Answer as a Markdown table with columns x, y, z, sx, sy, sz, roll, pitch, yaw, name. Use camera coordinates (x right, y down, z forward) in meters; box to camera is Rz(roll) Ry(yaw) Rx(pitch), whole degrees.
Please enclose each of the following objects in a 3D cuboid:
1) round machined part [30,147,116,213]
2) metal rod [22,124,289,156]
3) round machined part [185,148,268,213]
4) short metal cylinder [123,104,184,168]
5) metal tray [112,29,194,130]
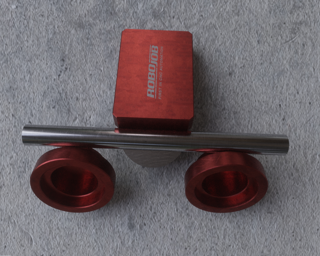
| x | y | z | sx | sy | sz | roll | pitch | yaw | name |
| --- | --- | --- | --- | --- | --- | --- | --- | --- | --- |
| -0.104 | 0.059 | 0.385 | 0.099 | 0.042 | 0.097 | -1 | 129 | -1 | round machined part |
| -0.004 | 0.014 | 0.362 | 0.302 | 0.025 | 0.025 | 2 | 90 | -1 | metal rod |
| 0.080 | 0.061 | 0.386 | 0.099 | 0.042 | 0.097 | 0 | 133 | 0 | round machined part |
| -0.009 | 0.008 | 0.399 | 0.081 | 0.050 | 0.079 | 0 | 90 | -1 | short metal cylinder |
| -0.006 | -0.062 | 0.381 | 0.091 | 0.030 | 0.130 | 2 | 64 | -1 | metal tray |
